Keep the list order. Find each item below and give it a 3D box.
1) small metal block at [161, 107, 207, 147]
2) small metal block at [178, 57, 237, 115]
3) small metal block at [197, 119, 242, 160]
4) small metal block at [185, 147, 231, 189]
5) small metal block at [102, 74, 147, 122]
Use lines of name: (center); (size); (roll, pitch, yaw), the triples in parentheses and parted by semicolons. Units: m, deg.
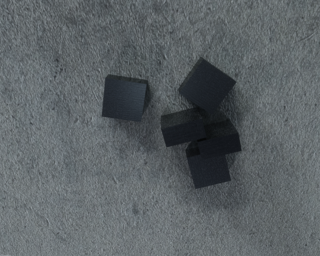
small metal block: (0.029, -0.002, 0.396); (0.050, 0.050, 0.025); (-14, 110, 5)
small metal block: (0.059, -0.054, 0.390); (0.050, 0.025, 0.050); (32, 107, -11)
small metal block: (0.073, 0.014, 0.402); (0.050, 0.050, 0.025); (-13, 110, 5)
small metal block: (0.066, 0.052, 0.429); (0.050, 0.025, 0.050); (-15, 110, 5)
small metal block: (-0.045, -0.038, 0.395); (0.050, 0.025, 0.050); (8, 110, -3)
